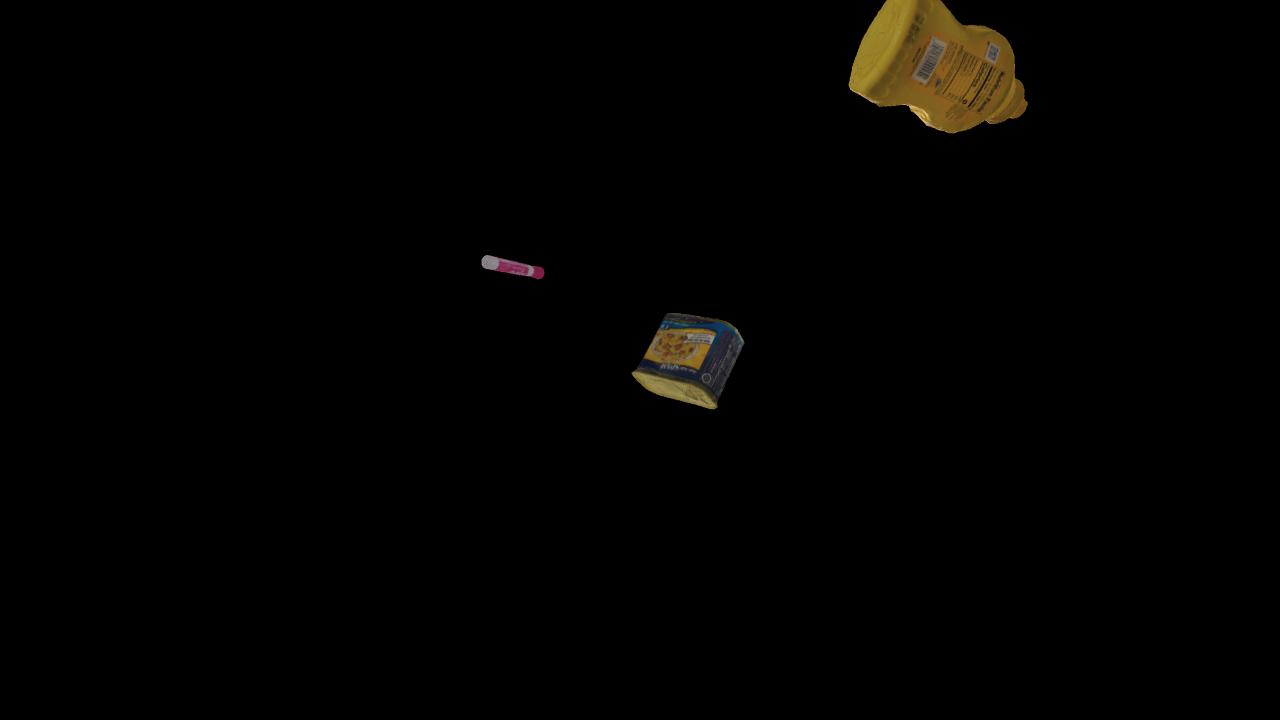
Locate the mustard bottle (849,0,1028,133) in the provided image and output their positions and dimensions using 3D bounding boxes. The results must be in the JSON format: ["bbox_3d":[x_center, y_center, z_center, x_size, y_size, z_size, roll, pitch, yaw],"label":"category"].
[{"bbox_3d":[0.287,-0.258,0.562,0.184,0.092,0.054,10,25,-23],"label":"mustard bottle"}]

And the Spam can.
[{"bbox_3d":[0.055,-0.002,0.688,0.101,0.085,0.058,13,-23,38],"label":"Spam can"}]

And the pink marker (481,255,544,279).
[{"bbox_3d":[-0.178,-0.131,0.879,0.020,0.020,0.121,0,0,29],"label":"pink marker"}]
